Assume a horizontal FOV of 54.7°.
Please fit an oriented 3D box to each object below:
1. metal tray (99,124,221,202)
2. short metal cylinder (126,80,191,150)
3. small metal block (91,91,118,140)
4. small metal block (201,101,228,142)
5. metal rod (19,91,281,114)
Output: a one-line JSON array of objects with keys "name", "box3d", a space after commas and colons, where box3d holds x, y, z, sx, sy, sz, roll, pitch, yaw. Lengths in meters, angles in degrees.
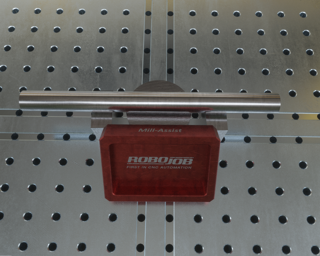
[{"name": "metal tray", "box3d": [0.000, 0.042, 0.364, 0.131, 0.089, 0.030, 0, 27, 0]}, {"name": "short metal cylinder", "box3d": [-0.001, -0.015, 0.404, 0.081, 0.050, 0.080, 0, 70, 0]}, {"name": "small metal block", "box3d": [-0.071, -0.015, 0.404, 0.025, 0.050, 0.050, -1, 70, 0]}, {"name": "small metal block", "box3d": [0.069, -0.012, 0.403, 0.025, 0.050, 0.050, -1, 70, 0]}, {"name": "metal rod", "box3d": [-0.012, -0.031, 0.369, 0.302, 0.025, 0.025, 1, 70, 0]}]
